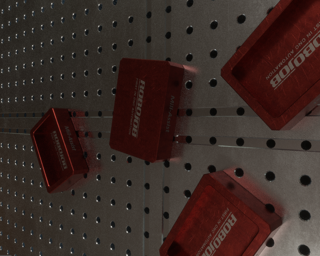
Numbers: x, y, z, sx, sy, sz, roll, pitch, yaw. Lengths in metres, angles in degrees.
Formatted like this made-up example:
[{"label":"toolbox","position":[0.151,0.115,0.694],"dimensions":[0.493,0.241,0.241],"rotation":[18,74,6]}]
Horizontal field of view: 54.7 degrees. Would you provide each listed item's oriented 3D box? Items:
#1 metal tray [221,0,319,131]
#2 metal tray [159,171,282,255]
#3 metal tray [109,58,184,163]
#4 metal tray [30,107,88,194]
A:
[{"label":"metal tray","position":[0.132,-0.071,0.296],"dimensions":[0.129,0.030,0.090],"rotation":[-50,61,28]},{"label":"metal tray","position":[0.062,0.126,0.353],"dimensions":[0.090,0.030,0.129],"rotation":[40,114,32]},{"label":"metal tray","position":[-0.021,-0.026,0.422],"dimensions":[0.090,0.030,0.129],"rotation":[14,99,38]},{"label":"metal tray","position":[-0.183,0.040,0.553],"dimensions":[0.090,0.030,0.130],"rotation":[-37,68,33]}]
